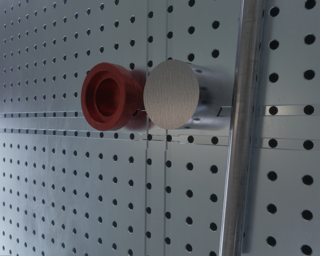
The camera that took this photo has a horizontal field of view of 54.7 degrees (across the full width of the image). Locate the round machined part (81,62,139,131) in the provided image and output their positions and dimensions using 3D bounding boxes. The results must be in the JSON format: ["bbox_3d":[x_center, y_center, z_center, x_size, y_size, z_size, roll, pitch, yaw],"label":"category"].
[{"bbox_3d":[-0.069,-0.045,0.456,0.098,0.042,0.097,0,90,40],"label":"round machined part"}]

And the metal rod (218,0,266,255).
[{"bbox_3d":[0.089,-0.006,0.335,0.025,0.025,0.298,7,95,40],"label":"metal rod"}]

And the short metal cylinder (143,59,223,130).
[{"bbox_3d":[0.027,-0.038,0.371,0.080,0.050,0.079,0,90,40],"label":"short metal cylinder"}]
